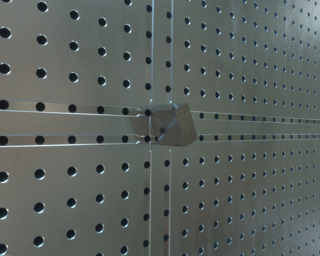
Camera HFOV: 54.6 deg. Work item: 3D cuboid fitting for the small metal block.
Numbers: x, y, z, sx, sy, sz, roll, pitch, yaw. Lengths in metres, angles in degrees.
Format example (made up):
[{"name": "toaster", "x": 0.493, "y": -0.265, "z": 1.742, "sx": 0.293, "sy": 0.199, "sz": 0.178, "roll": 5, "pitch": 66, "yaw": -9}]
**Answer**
[{"name": "small metal block", "x": 0.017, "y": -0.004, "z": 0.406, "sx": 0.025, "sy": 0.050, "sz": 0.050, "roll": -28, "pitch": 108, "yaw": -36}]
